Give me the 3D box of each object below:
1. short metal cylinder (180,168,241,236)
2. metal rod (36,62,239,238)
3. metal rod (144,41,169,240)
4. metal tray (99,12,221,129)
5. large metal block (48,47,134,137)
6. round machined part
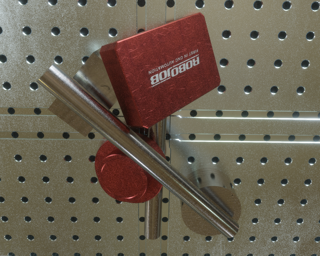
[{"bbox_3d":[0.069,0.104,0.440,0.081,0.050,0.079,0,110,-1],"label":"short metal cylinder"},{"bbox_3d":[-0.007,0.040,0.353,0.025,0.025,0.300,-42,113,13],"label":"metal rod"},{"bbox_3d":[-0.005,0.023,0.421,0.025,0.025,0.298,2,110,-1],"label":"metal rod"},{"bbox_3d":[0.008,-0.067,0.344,0.131,0.030,0.090,-32,113,-34],"label":"metal tray"},{"bbox_3d":[-0.076,-0.047,0.367,0.050,0.080,0.080,40,105,-14],"label":"large metal block"},{"bbox_3d":[-0.042,0.058,0.408,0.098,0.042,0.097,6,111,16],"label":"round machined part"}]
